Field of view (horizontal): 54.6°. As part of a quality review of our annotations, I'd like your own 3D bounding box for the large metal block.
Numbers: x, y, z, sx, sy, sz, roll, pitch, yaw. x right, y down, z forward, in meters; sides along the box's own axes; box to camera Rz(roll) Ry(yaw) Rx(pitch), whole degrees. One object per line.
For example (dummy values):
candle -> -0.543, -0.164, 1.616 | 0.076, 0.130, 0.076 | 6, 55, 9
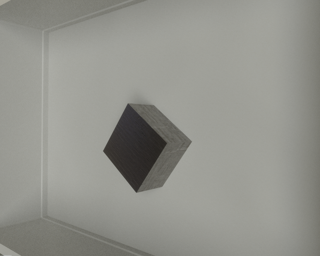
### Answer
large metal block -> -0.019, 0.024, 0.407 | 0.080, 0.050, 0.080 | 45, 117, 30
